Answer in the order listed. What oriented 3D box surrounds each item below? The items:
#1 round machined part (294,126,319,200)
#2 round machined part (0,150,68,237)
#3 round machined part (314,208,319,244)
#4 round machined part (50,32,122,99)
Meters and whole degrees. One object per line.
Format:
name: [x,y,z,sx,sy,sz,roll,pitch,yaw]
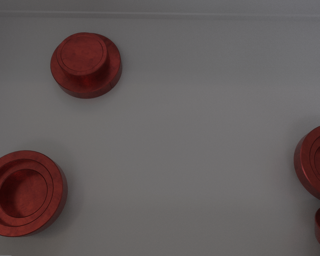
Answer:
round machined part: [0.215,0.047,0.385,0.099,0.042,0.098,0,70,0]
round machined part: [-0.160,0.079,0.370,0.099,0.042,0.098,0,70,0]
round machined part: [0.224,0.122,0.338,0.099,0.098,0.042,-9,106,-3]
round machined part: [-0.104,-0.094,0.434,0.099,0.042,0.098,0,70,0]
